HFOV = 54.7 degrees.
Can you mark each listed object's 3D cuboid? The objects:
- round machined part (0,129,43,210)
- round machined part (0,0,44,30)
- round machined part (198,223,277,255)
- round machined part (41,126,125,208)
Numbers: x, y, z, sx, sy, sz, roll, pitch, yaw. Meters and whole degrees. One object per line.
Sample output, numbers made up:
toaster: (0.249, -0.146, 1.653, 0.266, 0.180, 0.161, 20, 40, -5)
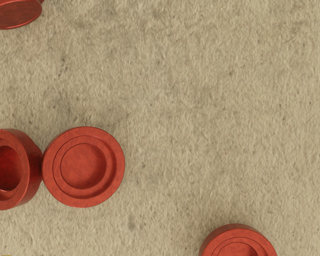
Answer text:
round machined part: (-0.185, 0.049, 0.388, 0.098, 0.042, 0.097, 0, 91, 22)
round machined part: (-0.183, -0.153, 0.371, 0.098, 0.098, 0.042, -23, 91, 0)
round machined part: (0.098, 0.172, 0.403, 0.099, 0.042, 0.097, 0, 90, -1)
round machined part: (-0.097, 0.047, 0.388, 0.099, 0.042, 0.097, 0, 89, -27)
